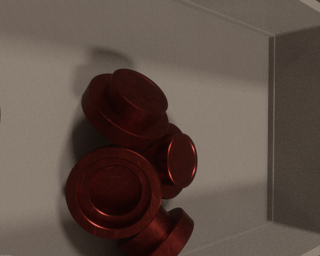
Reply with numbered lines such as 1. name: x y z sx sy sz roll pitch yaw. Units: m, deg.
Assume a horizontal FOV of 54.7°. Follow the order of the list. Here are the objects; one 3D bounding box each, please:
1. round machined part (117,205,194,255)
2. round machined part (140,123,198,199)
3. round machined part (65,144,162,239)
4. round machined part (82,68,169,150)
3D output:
1. round machined part: -0.011 0.127 0.359 0.042 0.098 0.098 48 58 -1
2. round machined part: 0.013 0.041 0.395 0.099 0.042 0.097 8 79 -53
3. round machined part: -0.048 0.065 0.336 0.099 0.042 0.097 0 96 -1
4. round machined part: -0.031 -0.027 0.337 0.098 0.042 0.098 27 34 -20
